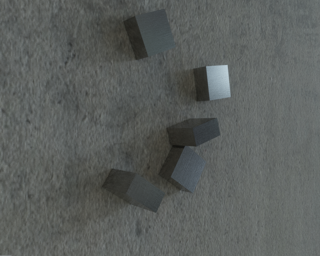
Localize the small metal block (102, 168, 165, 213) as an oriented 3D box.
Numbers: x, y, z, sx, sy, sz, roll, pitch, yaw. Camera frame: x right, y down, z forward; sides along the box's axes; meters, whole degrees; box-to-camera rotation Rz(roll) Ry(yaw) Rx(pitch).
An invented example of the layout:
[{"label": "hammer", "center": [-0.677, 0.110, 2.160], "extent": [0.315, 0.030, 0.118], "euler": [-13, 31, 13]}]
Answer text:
[{"label": "small metal block", "center": [-0.031, 0.073, 0.364], "extent": [0.050, 0.050, 0.025], "euler": [41, 65, -33]}]

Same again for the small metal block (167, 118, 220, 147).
[{"label": "small metal block", "center": [0.046, 0.005, 0.430], "extent": [0.050, 0.050, 0.025], "euler": [-21, 104, -38]}]

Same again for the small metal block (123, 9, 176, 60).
[{"label": "small metal block", "center": [-0.012, -0.120, 0.396], "extent": [0.050, 0.025, 0.050], "euler": [-30, 109, -36]}]

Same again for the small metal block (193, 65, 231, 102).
[{"label": "small metal block", "center": [0.081, -0.069, 0.475], "extent": [0.050, 0.025, 0.050], "euler": [-12, 98, -40]}]

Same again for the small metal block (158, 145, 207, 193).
[{"label": "small metal block", "center": [0.033, 0.056, 0.434], "extent": [0.050, 0.025, 0.050], "euler": [41, 65, -33]}]
